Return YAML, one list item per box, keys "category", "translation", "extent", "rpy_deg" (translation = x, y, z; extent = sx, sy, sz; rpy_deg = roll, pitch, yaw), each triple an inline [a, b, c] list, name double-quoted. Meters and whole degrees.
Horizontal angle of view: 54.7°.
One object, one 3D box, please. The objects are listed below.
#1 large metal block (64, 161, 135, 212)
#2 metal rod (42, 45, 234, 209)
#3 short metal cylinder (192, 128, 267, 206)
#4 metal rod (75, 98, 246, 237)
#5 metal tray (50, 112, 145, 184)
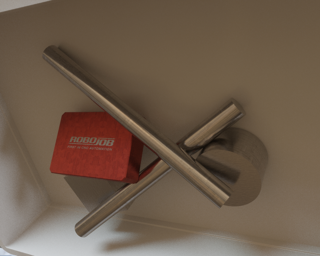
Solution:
- category: "large metal block"
  translation: [-0.088, 0.086, 0.484]
  extent: [0.080, 0.050, 0.080]
  rpy_deg: [-21, 108, 35]
- category: "metal rod"
  translation: [-0.039, -0.012, 0.380]
  extent: [0.300, 0.025, 0.025]
  rpy_deg: [39, 130, 17]
- category: "short metal cylinder"
  translation: [0.085, 0.047, 0.373]
  extent: [0.080, 0.050, 0.079]
  rpy_deg: [13, 124, 20]
- category: "metal rod"
  translation: [-0.015, 0.065, 0.406]
  extent: [0.299, 0.025, 0.025]
  rpy_deg: [-41, 95, 25]
- category: "metal tray"
  translation: [-0.086, 0.024, 0.426]
  extent: [0.130, 0.030, 0.090]
  rpy_deg: [1, 75, 29]
